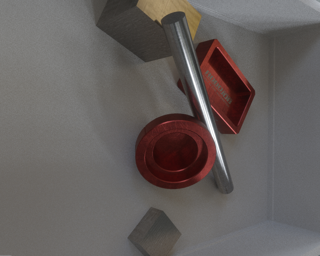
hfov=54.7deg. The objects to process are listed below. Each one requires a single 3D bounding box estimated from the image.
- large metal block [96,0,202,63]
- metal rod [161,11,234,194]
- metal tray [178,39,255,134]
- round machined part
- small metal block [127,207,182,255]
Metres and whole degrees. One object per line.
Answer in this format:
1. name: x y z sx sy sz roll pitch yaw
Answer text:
1. large metal block: -0.013 -0.125 0.361 0.080 0.080 0.050 31 71 -36
2. metal rod: 0.060 -0.006 0.403 0.025 0.025 0.299 -52 138 -28
3. metal tray: 0.093 -0.061 0.483 0.130 0.030 0.090 42 64 -32
4. round machined part: 0.018 0.025 0.391 0.099 0.042 0.097 -3 117 -5
5. small metal block: -0.006 0.141 0.404 0.050 0.025 0.050 -49 119 -29
